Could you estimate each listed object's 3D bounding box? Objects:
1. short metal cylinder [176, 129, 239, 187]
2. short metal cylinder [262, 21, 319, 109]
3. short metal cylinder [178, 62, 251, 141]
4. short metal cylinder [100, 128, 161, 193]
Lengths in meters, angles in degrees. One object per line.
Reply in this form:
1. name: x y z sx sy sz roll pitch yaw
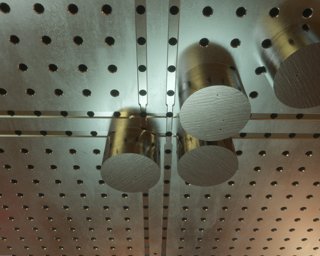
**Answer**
1. short metal cylinder: 0.063 0.035 0.426 0.081 0.050 0.079 0 130 0
2. short metal cylinder: 0.158 -0.068 0.339 0.081 0.050 0.079 0 130 0
3. short metal cylinder: 0.062 -0.031 0.370 0.081 0.050 0.079 0 130 0
4. short metal cylinder: -0.039 0.046 0.434 0.081 0.050 0.079 0 130 0
